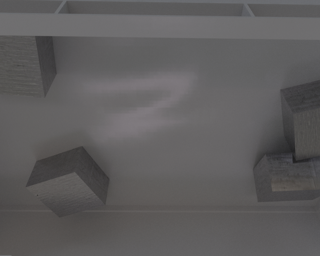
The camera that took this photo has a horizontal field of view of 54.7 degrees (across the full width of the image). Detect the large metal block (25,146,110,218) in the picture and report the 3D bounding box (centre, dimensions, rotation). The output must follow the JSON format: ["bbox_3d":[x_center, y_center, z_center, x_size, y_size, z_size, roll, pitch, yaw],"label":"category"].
[{"bbox_3d":[-0.133,0.082,0.461,0.080,0.050,0.080,-18,128,15],"label":"large metal block"}]

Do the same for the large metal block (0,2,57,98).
[{"bbox_3d":[-0.159,-0.082,0.322,0.081,0.050,0.079,5,130,-4],"label":"large metal block"}]

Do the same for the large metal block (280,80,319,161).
[{"bbox_3d":[0.200,-0.012,0.384,0.080,0.050,0.080,-14,129,11],"label":"large metal block"}]

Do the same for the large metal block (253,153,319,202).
[{"bbox_3d":[0.183,0.070,0.434,0.080,0.050,0.080,-3,157,2],"label":"large metal block"}]
